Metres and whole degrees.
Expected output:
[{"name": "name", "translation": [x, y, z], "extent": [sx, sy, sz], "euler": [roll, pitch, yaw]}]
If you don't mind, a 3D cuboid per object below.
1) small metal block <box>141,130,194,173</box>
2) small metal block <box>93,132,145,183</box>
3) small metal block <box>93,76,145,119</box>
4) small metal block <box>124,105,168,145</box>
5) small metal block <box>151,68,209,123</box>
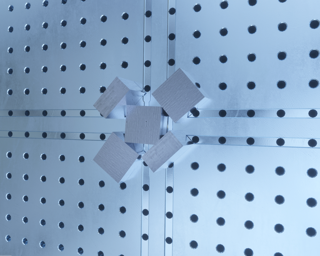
[{"name": "small metal block", "translation": [0.011, 0.028, 0.396], "extent": [0.050, 0.050, 0.025], "euler": [-44, 76, 15]}, {"name": "small metal block", "translation": [-0.056, 0.040, 0.433], "extent": [0.050, 0.025, 0.050], "euler": [40, 102, 15]}, {"name": "small metal block", "translation": [-0.054, -0.039, 0.418], "extent": [0.025, 0.050, 0.050], "euler": [45, 105, 14]}, {"name": "small metal block", "translation": [-0.018, -0.004, 0.419], "extent": [0.050, 0.025, 0.050], "euler": [4, 90, 21]}, {"name": "small metal block", "translation": [0.026, -0.041, 0.403], "extent": [0.050, 0.025, 0.050], "euler": [-42, 77, 15]}]
